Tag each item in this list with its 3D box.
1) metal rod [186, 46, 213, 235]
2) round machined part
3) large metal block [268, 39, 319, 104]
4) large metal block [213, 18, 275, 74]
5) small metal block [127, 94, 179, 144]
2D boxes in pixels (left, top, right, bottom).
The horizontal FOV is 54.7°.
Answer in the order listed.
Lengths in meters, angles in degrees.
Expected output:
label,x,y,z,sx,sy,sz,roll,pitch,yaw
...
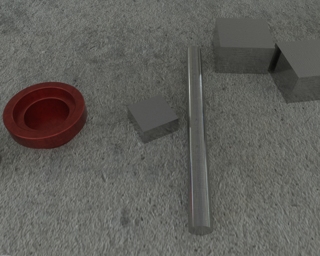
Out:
label,x,y,z,sx,sy,sz,roll,pitch,yaw
metal rod,0.048,-0.010,0.412,0.025,0.025,0.300,2,50,1
round machined part,-0.144,-0.012,0.400,0.099,0.042,0.098,0,50,0
large metal block,0.219,-0.086,0.462,0.081,0.050,0.080,-6,50,-6
large metal block,0.131,-0.133,0.501,0.081,0.050,0.080,2,50,1
small metal block,-0.010,-0.013,0.414,0.050,0.025,0.050,-22,54,-18
